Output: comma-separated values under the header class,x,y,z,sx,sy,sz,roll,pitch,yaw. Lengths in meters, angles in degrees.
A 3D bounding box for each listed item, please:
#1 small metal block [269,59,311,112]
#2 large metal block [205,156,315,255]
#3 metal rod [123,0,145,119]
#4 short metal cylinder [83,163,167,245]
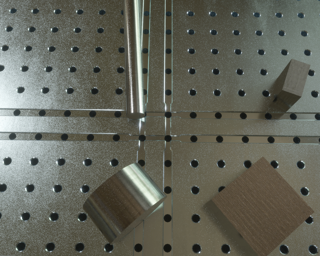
class,x,y,z,sx,sy,sz,roll,pitch,yaw
small metal block,0.176,-0.057,0.421,0.025,0.050,0.050,21,71,7
large metal block,0.113,0.094,0.366,0.080,0.050,0.080,-36,74,-13
metal rod,-0.042,-0.156,0.468,0.025,0.025,0.299,-3,70,-2
short metal cylinder,-0.039,0.085,0.351,0.080,0.080,0.050,-39,75,-13
